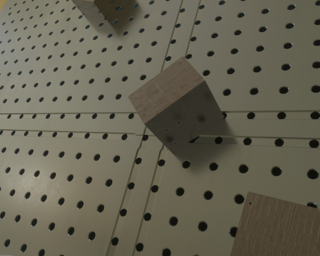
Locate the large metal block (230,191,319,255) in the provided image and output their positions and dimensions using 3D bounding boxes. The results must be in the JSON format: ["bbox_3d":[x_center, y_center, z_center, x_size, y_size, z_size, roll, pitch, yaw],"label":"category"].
[{"bbox_3d":[0.110,0.110,0.268,0.080,0.050,0.080,9,66,32],"label":"large metal block"}]

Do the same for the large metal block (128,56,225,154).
[{"bbox_3d":[0.022,-0.025,0.378,0.080,0.080,0.050,-36,51,4],"label":"large metal block"}]

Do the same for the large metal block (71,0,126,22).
[{"bbox_3d":[-0.118,-0.265,0.619,0.080,0.050,0.080,26,76,37],"label":"large metal block"}]
